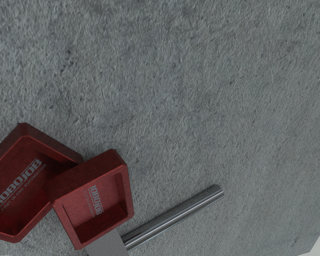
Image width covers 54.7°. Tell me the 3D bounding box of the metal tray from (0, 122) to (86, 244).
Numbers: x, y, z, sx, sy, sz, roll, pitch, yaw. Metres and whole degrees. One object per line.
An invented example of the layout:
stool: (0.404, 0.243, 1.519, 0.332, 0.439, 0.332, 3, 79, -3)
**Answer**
metal tray: (-0.162, 0.067, 0.357, 0.130, 0.030, 0.090, -46, 130, 4)

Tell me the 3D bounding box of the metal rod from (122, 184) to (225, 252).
metal rod: (-0.028, 0.173, 0.499, 0.302, 0.025, 0.025, -26, 128, -13)

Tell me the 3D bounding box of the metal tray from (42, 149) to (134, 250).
metal tray: (-0.082, 0.093, 0.389, 0.091, 0.030, 0.129, -27, 142, -22)

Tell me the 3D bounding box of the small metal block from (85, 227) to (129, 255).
small metal block: (-0.080, 0.175, 0.459, 0.050, 0.025, 0.050, -25, 98, -14)
